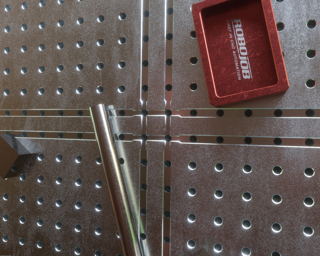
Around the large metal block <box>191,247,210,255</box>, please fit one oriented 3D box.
[{"bbox_3d":[0.043,0.212,0.383,0.080,0.050,0.080,-41,78,15],"label":"large metal block"}]

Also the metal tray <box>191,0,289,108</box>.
[{"bbox_3d":[0.096,-0.096,0.375,0.090,0.030,0.129,-12,86,19],"label":"metal tray"}]

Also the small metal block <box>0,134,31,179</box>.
[{"bbox_3d":[-0.244,0.045,0.497,0.050,0.025,0.050,40,102,15],"label":"small metal block"}]

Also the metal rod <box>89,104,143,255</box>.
[{"bbox_3d":[-0.052,0.113,0.429,0.025,0.025,0.298,-16,85,19],"label":"metal rod"}]
